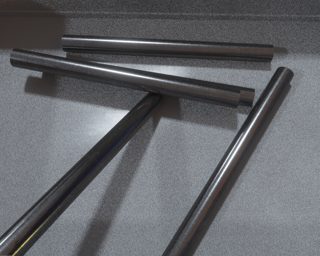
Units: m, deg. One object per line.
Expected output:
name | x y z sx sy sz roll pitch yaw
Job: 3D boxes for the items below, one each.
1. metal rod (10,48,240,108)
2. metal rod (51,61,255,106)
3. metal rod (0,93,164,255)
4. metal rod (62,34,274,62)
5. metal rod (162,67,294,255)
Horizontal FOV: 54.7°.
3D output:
metal rod | -0.047 -0.066 0.409 0.302 0.025 0.025 11 70 3
metal rod | -0.021 -0.068 0.434 0.302 0.025 0.025 10 70 3
metal rod | -0.078 0.045 0.326 0.025 0.025 0.301 31 47 10
metal rod | 0.011 -0.116 0.452 0.302 0.025 0.025 3 70 0
metal rod | 0.094 0.038 0.396 0.025 0.025 0.300 32 73 11
